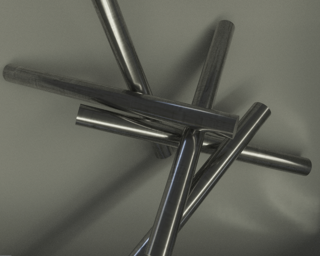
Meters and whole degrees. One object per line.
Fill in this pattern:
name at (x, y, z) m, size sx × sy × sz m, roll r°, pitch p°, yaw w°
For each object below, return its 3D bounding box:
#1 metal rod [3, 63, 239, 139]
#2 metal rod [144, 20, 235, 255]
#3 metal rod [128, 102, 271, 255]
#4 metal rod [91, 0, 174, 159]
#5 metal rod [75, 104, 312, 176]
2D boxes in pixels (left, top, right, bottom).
metal rod at (-0.061, -0.037, 0.360) m, size 0.301 × 0.025 × 0.025 m, roll 15°, pitch 90°, yaw 20°
metal rod at (0.043, -0.007, 0.351) m, size 0.025 × 0.025 × 0.300 m, roll 20°, pitch 65°, yaw 0°
metal rod at (0.029, 0.081, 0.335) m, size 0.025 × 0.025 × 0.301 m, roll 43°, pitch 72°, yaw 0°
metal rod at (-0.041, -0.089, 0.344) m, size 0.025 × 0.025 × 0.299 m, roll -21°, pitch 118°, yaw 0°
metal rod at (0.051, 0.019, 0.381) m, size 0.302 × 0.025 × 0.025 m, roll 13°, pitch 90°, yaw -13°
